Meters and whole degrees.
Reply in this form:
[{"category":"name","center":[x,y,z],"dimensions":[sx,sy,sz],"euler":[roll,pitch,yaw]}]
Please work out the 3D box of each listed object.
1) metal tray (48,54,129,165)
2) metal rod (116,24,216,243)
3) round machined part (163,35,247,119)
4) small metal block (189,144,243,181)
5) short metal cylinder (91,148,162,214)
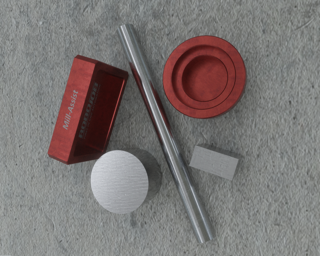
[{"category":"metal tray","center":[-0.090,-0.022,0.406],"dimensions":[0.030,0.090,0.129],"euler":[20,96,19]},{"category":"metal rod","center":[0.005,0.001,0.408],"dimensions":[0.025,0.025,0.299],"euler":[-23,82,18]},{"category":"round machined part","center":[0.056,-0.060,0.381],"dimensions":[0.098,0.042,0.097],"euler":[0,90,19]},{"category":"small metal block","center":[0.068,0.039,0.369],"dimensions":[0.050,0.050,0.025],"euler":[18,96,19]},{"category":"short metal cylinder","center":[-0.043,0.067,0.411],"dimensions":[0.080,0.050,0.079],"euler":[0,90,19]}]
